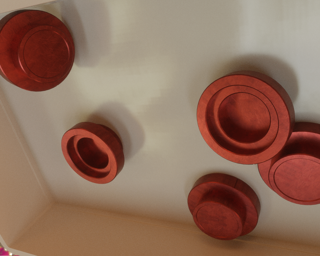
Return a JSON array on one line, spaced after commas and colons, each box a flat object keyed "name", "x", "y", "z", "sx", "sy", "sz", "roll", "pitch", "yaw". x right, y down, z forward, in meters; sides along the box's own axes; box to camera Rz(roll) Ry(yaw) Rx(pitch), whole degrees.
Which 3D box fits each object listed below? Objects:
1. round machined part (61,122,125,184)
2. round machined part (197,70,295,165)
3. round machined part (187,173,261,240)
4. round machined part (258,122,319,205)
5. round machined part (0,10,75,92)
[{"name": "round machined part", "x": -0.096, "y": 0.033, "z": 0.469, "sx": 0.098, "sy": 0.042, "sz": 0.097, "roll": 13, "pitch": 124, "yaw": 21}, {"name": "round machined part", "x": 0.093, "y": -0.014, "z": 0.333, "sx": 0.098, "sy": 0.042, "sz": 0.097, "roll": 14, "pitch": 117, "yaw": 30}, {"name": "round machined part", "x": 0.084, "y": 0.114, "z": 0.424, "sx": 0.098, "sy": 0.042, "sz": 0.097, "roll": 13, "pitch": 124, "yaw": 21}, {"name": "round machined part", "x": 0.158, "y": 0.046, "z": 0.342, "sx": 0.098, "sy": 0.042, "sz": 0.097, "roll": 13, "pitch": 124, "yaw": 21}, {"name": "round machined part", "x": -0.147, "y": -0.092, "z": 0.377, "sx": 0.042, "sy": 0.099, "sz": 0.097, "roll": 21, "pitch": 129, "yaw": 40}]
